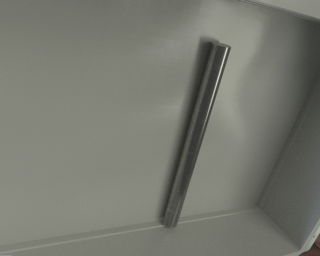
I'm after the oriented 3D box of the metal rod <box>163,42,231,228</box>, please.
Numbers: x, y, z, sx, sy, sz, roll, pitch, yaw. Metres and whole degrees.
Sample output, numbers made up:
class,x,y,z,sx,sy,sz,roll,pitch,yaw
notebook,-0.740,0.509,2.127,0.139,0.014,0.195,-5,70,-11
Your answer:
class,x,y,z,sx,sy,sz,roll,pitch,yaw
metal rod,0.047,0.026,0.452,0.025,0.025,0.298,-2,119,-28
